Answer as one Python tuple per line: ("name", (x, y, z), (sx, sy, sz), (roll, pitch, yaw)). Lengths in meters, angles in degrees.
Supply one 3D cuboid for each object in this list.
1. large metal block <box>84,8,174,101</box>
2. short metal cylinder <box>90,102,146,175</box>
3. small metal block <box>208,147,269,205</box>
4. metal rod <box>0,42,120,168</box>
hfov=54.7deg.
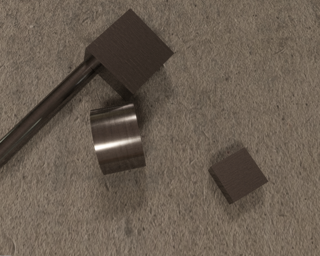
("large metal block", (-0.043, -0.096, 0.416), (0.080, 0.050, 0.080), (44, 74, -8))
("short metal cylinder", (-0.049, 0.012, 0.374), (0.050, 0.080, 0.080), (-12, 71, -5))
("small metal block", (0.097, 0.060, 0.387), (0.050, 0.025, 0.050), (-28, 73, -10))
("metal rod", (-0.156, -0.020, 0.413), (0.025, 0.025, 0.301), (38, 74, 12))
